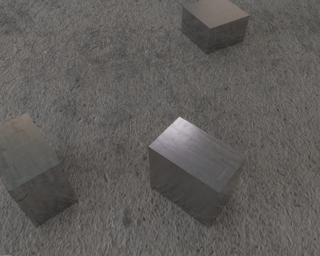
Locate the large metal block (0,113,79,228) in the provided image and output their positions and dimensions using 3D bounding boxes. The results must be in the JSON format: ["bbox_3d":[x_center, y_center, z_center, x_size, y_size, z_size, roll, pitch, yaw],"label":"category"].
[{"bbox_3d":[-0.136,0.045,0.329,0.050,0.080,0.080,-31,57,-23],"label":"large metal block"}]

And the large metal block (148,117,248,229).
[{"bbox_3d":[0.036,0.048,0.328,0.080,0.080,0.050,32,57,24],"label":"large metal block"}]

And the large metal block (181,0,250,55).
[{"bbox_3d":[0.094,-0.182,0.540,0.081,0.050,0.080,-24,54,-19],"label":"large metal block"}]
